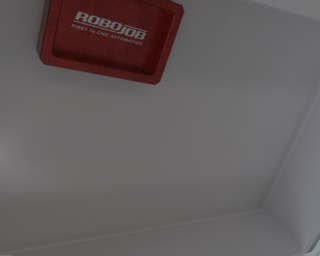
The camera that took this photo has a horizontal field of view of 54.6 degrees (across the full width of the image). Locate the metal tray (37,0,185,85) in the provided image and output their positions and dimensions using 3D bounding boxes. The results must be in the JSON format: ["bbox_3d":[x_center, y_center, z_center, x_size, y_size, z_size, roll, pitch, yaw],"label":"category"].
[{"bbox_3d":[-0.049,-0.100,0.316,0.131,0.030,0.089,6,115,-31],"label":"metal tray"}]
